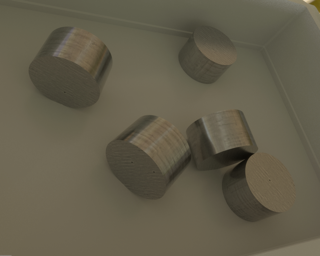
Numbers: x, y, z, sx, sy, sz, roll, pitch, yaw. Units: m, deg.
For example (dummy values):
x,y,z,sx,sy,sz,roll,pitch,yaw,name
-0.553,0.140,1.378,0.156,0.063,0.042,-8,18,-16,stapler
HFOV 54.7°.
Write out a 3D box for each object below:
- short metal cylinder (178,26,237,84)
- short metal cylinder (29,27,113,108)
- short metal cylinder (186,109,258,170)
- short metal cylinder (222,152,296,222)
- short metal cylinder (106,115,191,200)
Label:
x,y,z,sx,sy,sz,roll,pitch,yaw,name
0.077,-0.119,0.506,0.081,0.050,0.080,14,56,-21,short metal cylinder
-0.101,-0.068,0.358,0.080,0.080,0.050,24,53,-14,short metal cylinder
0.080,0.017,0.405,0.081,0.080,0.050,-2,63,-30,short metal cylinder
0.131,0.079,0.414,0.081,0.050,0.080,14,56,-21,short metal cylinder
-0.013,0.032,0.345,0.080,0.080,0.050,45,51,2,short metal cylinder
